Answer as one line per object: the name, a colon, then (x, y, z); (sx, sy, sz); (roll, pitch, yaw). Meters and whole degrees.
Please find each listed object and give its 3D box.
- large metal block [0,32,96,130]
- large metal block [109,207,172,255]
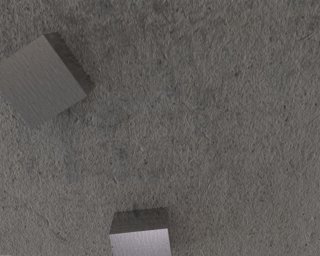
large metal block: (-0.139, -0.058, 0.374); (0.080, 0.050, 0.080); (-30, 108, 10)
large metal block: (-0.025, 0.169, 0.458); (0.080, 0.050, 0.079); (-7, 110, 2)
